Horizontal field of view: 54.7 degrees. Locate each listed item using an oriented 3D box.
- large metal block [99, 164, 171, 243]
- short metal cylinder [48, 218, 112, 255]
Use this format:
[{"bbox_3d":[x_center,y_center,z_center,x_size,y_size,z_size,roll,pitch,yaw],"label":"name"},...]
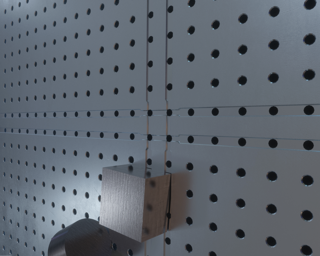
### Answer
[{"bbox_3d":[-0.035,0.097,0.422,0.080,0.050,0.079,7,94,40],"label":"large metal block"},{"bbox_3d":[-0.122,0.186,0.474,0.050,0.081,0.080,-34,69,35],"label":"short metal cylinder"}]
